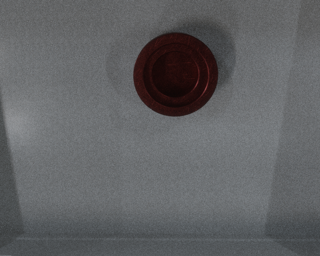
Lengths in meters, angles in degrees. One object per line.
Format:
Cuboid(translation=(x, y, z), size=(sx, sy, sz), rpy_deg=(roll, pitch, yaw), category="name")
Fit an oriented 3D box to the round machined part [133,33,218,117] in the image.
Cuboid(translation=(0.018, -0.066, 0.378), size=(0.099, 0.042, 0.097), rpy_deg=(0, 110, -1), category="round machined part")
